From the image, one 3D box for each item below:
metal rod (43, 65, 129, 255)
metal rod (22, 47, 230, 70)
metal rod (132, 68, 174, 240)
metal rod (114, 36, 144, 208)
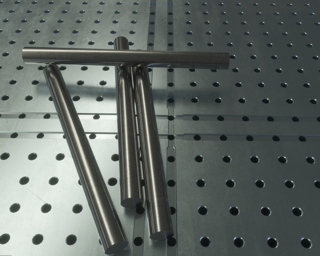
[{"bbox_3d":[-0.106,0.015,0.394,0.025,0.025,0.300,-20,53,-16],"label":"metal rod"},{"bbox_3d":[-0.050,-0.104,0.460,0.302,0.025,0.025,2,50,2],"label":"metal rod"},{"bbox_3d":[-0.017,-0.004,0.411,0.025,0.025,0.300,-6,50,-5],"label":"metal rod"},{"bbox_3d":[-0.048,-0.032,0.434,0.025,0.025,0.300,-5,50,-4],"label":"metal rod"}]
